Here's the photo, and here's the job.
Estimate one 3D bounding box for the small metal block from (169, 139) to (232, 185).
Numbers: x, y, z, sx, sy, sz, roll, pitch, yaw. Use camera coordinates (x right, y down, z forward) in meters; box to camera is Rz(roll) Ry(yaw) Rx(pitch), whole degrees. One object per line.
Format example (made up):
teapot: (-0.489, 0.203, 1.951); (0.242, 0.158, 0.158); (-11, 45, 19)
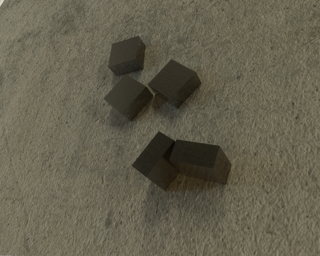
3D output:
small metal block: (0.046, 0.038, 0.341); (0.050, 0.050, 0.025); (7, 66, 31)

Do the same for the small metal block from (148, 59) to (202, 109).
small metal block: (0.020, -0.062, 0.431); (0.050, 0.025, 0.050); (-48, 51, -6)

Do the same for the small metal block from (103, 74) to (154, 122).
small metal block: (-0.046, -0.045, 0.456); (0.050, 0.025, 0.050); (-49, 52, -7)

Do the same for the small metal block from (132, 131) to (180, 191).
small metal block: (0.002, 0.040, 0.362); (0.025, 0.050, 0.050); (31, 79, 38)

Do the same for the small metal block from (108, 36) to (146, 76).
small metal block: (-0.053, -0.117, 0.504); (0.050, 0.025, 0.050); (-10, 57, 22)
